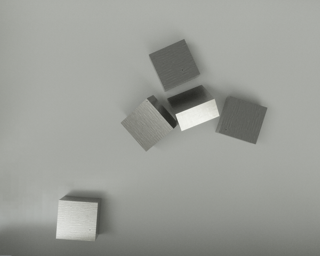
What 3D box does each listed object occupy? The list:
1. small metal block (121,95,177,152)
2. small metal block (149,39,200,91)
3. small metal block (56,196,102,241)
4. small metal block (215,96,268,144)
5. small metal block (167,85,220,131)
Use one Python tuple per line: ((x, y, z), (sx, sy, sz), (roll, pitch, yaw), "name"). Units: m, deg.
((-0.013, -0.006, 0.402), (0.050, 0.025, 0.050), (-41, 90, 24), "small metal block")
((0.019, -0.082, 0.411), (0.050, 0.025, 0.050), (-24, 90, 0), "small metal block")
((-0.107, 0.119, 0.411), (0.050, 0.025, 0.050), (4, 90, 0), "small metal block")
((0.107, -0.010, 0.412), (0.050, 0.025, 0.050), (18, 90, 0), "small metal block")
((0.041, -0.027, 0.396), (0.050, 0.050, 0.025), (-22, 120, 0), "small metal block")
